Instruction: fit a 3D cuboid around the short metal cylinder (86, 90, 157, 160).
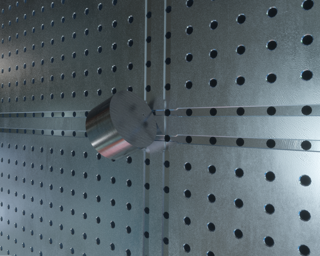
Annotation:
[{"bbox_3d":[-0.051,-0.003,0.413,0.050,0.081,0.080,-27,73,36],"label":"short metal cylinder"}]
